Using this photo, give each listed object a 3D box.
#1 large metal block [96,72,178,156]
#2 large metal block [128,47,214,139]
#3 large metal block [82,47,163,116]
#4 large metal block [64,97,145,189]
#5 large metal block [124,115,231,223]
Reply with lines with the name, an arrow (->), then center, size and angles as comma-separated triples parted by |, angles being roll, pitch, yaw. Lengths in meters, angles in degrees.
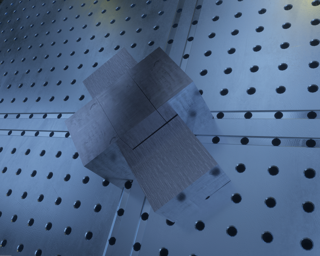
large metal block -> -0.026, -0.011, 0.392 | 0.050, 0.080, 0.080 | -38, 51, 3
large metal block -> 0.014, -0.042, 0.390 | 0.050, 0.080, 0.080 | -38, 51, 3
large metal block -> -0.054, -0.058, 0.451 | 0.080, 0.050, 0.080 | -39, 51, 2
large metal block -> -0.065, 0.020, 0.394 | 0.050, 0.080, 0.080 | -38, 51, 3
large metal block -> 0.018, 0.046, 0.353 | 0.080, 0.050, 0.080 | -38, 51, 3
